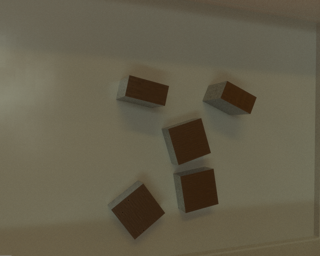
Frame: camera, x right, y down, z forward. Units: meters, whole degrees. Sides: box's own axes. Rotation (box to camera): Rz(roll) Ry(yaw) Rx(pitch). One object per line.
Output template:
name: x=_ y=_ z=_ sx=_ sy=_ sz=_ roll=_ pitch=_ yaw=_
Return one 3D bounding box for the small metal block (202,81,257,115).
small metal block: x=0.096 y=-0.040 z=0.432 sx=0.050 sy=0.050 sz=0.025 roll=25 pitch=82 yaw=-19

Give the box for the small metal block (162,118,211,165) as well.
small metal block: x=0.036 y=0.018 z=0.424 sx=0.050 sy=0.025 sz=0.050 roll=-18 pitch=96 yaw=-19

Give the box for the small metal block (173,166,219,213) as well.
small metal block: x=0.050 y=0.084 z=0.429 sx=0.050 sy=0.025 sz=0.050 roll=-10 pitch=93 yaw=-20

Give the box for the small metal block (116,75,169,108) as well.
small metal block: x=-0.023 y=-0.044 z=0.388 sx=0.050 sy=0.050 sz=0.025 roll=13 pitch=86 yaw=-20

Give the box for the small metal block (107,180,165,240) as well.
small metal block: x=-0.031 y=0.104 z=0.399 sx=0.050 sy=0.025 sz=0.050 roll=-38 pitch=102 yaw=-16
